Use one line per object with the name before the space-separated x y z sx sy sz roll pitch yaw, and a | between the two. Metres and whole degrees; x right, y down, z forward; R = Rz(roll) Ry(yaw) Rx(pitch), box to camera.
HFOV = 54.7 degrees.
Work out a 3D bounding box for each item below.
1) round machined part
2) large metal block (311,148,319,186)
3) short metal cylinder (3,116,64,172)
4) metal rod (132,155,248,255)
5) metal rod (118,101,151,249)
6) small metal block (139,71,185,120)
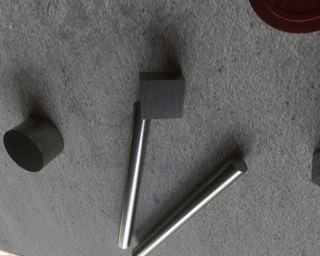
round machined part | 0.120 -0.126 0.254 0.098 0.042 0.097 13 124 20
large metal block | 0.211 0.036 0.302 0.080 0.050 0.079 33 129 6
short metal cylinder | -0.208 0.026 0.514 0.080 0.050 0.079 13 124 20
metal rod | 0.029 0.137 0.475 0.025 0.025 0.298 38 129 2
metal rod | -0.044 0.091 0.484 0.025 0.025 0.298 21 126 15
small metal block | 0.002 -0.039 0.367 0.050 0.025 0.050 -2 122 -5
